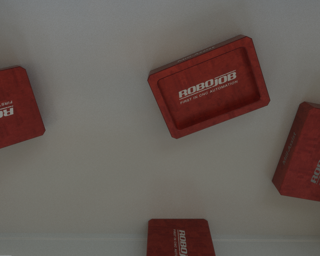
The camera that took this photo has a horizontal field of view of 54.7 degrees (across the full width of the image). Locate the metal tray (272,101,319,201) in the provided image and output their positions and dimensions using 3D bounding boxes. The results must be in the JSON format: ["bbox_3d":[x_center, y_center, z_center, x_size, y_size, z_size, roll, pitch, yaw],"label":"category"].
[{"bbox_3d":[0.220,0.036,0.424,0.091,0.030,0.129,10,110,-4],"label":"metal tray"}]

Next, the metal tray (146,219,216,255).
[{"bbox_3d":[0.028,0.176,0.420,0.091,0.130,0.030,0,110,0],"label":"metal tray"}]

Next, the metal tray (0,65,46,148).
[{"bbox_3d":[-0.217,-0.016,0.368,0.131,0.030,0.089,-20,112,-25],"label":"metal tray"}]

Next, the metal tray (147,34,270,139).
[{"bbox_3d":[0.060,-0.050,0.390,0.130,0.030,0.090,-21,109,7],"label":"metal tray"}]
